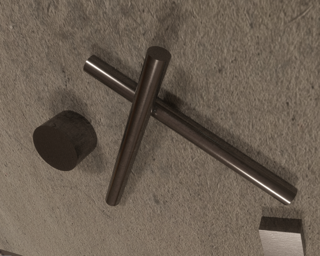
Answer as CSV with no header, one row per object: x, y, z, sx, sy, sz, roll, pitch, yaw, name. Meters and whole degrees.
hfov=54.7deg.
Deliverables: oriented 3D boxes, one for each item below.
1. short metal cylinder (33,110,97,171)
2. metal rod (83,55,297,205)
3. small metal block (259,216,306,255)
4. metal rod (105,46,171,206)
-0.145,0.019,0.477,0.080,0.050,0.079,13,124,20,short metal cylinder
0.033,0.000,0.387,0.301,0.025,0.025,34,129,5,metal rod
0.163,0.147,0.412,0.050,0.025,0.050,-4,116,30,small metal block
-0.040,0.023,0.416,0.025,0.025,0.298,30,136,8,metal rod
